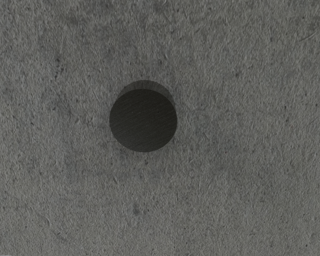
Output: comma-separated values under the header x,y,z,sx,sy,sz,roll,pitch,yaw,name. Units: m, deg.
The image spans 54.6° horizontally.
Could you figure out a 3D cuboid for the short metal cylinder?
x,y,z,sx,sy,sz,roll,pitch,yaw,name
-0.020,-0.016,0.390,0.080,0.050,0.079,0,110,0,short metal cylinder
